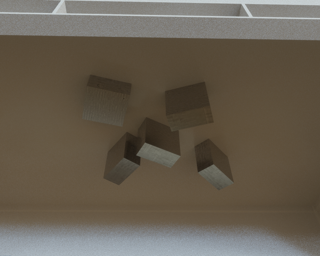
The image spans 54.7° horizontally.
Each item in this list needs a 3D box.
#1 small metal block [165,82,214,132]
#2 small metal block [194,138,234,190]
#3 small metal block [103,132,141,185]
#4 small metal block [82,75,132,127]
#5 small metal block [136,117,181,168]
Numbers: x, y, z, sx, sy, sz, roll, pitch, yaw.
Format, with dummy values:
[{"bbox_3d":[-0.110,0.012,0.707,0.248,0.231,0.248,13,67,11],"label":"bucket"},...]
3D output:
[{"bbox_3d":[0.034,-0.026,0.371,0.050,0.050,0.025,-12,129,10],"label":"small metal block"},{"bbox_3d":[0.076,0.051,0.438,0.025,0.050,0.050,-33,123,24],"label":"small metal block"},{"bbox_3d":[-0.051,0.042,0.428,0.025,0.050,0.050,30,124,-24],"label":"small metal block"},{"bbox_3d":[-0.065,-0.033,0.380,0.050,0.025,0.050,11,129,-10],"label":"small metal block"},{"bbox_3d":[-0.002,0.019,0.409,0.050,0.050,0.025,22,126,-18],"label":"small metal block"}]
